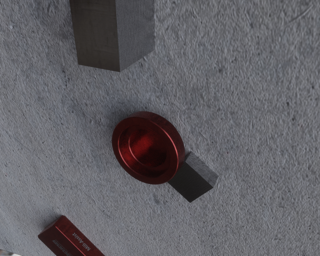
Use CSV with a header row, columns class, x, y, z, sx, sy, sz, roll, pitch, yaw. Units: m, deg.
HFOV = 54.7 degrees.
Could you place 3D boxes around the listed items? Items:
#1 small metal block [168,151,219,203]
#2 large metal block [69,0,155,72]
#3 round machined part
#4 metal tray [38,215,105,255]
class,x,y,z,sx,sy,sz,roll,pitch,yaw
small metal block,0.043,0.068,0.425,0.050,0.025,0.050,43,129,-2
large metal block,-0.045,-0.113,0.324,0.050,0.080,0.079,14,124,20
round machined part,-0.011,0.023,0.411,0.098,0.042,0.097,13,120,24
metal tray,-0.187,0.252,0.655,0.130,0.030,0.090,48,129,-6
